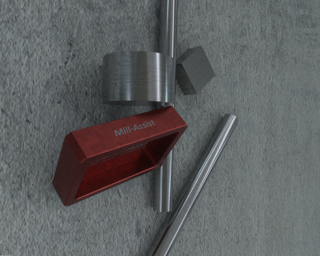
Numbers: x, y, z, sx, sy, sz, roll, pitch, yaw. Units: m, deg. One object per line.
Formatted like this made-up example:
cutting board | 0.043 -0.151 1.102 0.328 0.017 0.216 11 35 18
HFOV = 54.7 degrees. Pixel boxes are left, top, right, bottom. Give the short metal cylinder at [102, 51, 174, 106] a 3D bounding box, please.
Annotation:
short metal cylinder | -0.024 -0.052 0.350 0.081 0.080 0.050 1 90 -40

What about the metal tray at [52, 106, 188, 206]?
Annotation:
metal tray | -0.041 0.028 0.331 0.131 0.089 0.030 -18 61 -39

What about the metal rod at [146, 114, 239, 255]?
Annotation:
metal rod | 0.041 0.098 0.441 0.025 0.025 0.301 49 61 -29

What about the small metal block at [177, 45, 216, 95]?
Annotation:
small metal block | 0.048 -0.083 0.447 0.050 0.025 0.050 -46 118 -30

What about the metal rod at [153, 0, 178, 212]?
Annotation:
metal rod | 0.008 -0.041 0.413 0.025 0.025 0.298 3 88 -40
